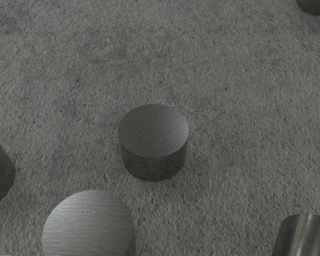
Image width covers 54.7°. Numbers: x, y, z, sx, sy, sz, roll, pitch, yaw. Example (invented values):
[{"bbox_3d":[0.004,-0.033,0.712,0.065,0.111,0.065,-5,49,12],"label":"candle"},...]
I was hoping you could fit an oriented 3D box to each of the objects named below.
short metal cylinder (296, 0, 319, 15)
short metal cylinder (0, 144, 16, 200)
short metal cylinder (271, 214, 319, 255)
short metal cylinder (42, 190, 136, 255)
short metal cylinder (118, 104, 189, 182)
[{"bbox_3d":[0.309,-0.266,0.593,0.080,0.080,0.050,26,55,20],"label":"short metal cylinder"},{"bbox_3d":[-0.212,0.047,0.346,0.080,0.050,0.080,0,50,0],"label":"short metal cylinder"},{"bbox_3d":[0.140,0.120,0.268,0.080,0.080,0.050,23,54,18],"label":"short metal cylinder"},{"bbox_3d":[-0.064,0.107,0.297,0.080,0.050,0.080,0,50,0],"label":"short metal cylinder"},{"bbox_3d":[-0.007,0.017,0.372,0.080,0.050,0.080,0,50,0],"label":"short metal cylinder"}]
